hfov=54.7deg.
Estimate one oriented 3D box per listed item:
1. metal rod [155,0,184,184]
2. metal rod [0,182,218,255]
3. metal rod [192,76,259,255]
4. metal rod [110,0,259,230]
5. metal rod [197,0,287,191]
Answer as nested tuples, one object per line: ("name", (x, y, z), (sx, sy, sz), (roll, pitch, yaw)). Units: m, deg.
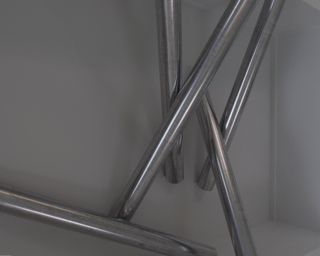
("metal rod", (0.012, -0.055, 0.342), (0.025, 0.025, 0.298), (-32, 134, -35))
("metal rod", (-0.053, 0.108, 0.334), (0.301, 0.025, 0.025), (27, 73, -28))
("metal rod", (0.081, 0.061, 0.393), (0.025, 0.025, 0.299), (9, 59, -40))
("metal rod", (0.021, -0.015, 0.338), (0.025, 0.025, 0.299), (20, 104, -38))
("metal rod", (0.109, -0.048, 0.421), (0.025, 0.025, 0.298), (1, 113, -40))
